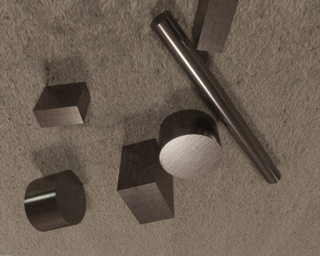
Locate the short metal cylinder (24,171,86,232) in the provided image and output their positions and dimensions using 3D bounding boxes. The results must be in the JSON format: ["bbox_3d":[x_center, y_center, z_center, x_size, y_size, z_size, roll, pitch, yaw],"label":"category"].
[{"bbox_3d":[-0.153,0.109,0.462,0.050,0.080,0.080,-16,129,13],"label":"short metal cylinder"}]

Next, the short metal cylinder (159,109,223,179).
[{"bbox_3d":[0.039,0.022,0.410,0.081,0.050,0.079,0,130,0],"label":"short metal cylinder"}]

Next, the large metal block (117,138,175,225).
[{"bbox_3d":[-0.017,0.075,0.435,0.050,0.080,0.080,-15,129,12],"label":"large metal block"}]

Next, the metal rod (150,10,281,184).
[{"bbox_3d":[0.086,-0.018,0.393,0.025,0.025,0.300,-29,125,22],"label":"metal rod"}]

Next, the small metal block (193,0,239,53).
[{"bbox_3d":[0.051,-0.108,0.300,0.025,0.050,0.050,7,130,-6],"label":"small metal block"}]

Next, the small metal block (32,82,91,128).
[{"bbox_3d":[-0.114,-0.028,0.365,0.050,0.050,0.025,-6,130,4],"label":"small metal block"}]
